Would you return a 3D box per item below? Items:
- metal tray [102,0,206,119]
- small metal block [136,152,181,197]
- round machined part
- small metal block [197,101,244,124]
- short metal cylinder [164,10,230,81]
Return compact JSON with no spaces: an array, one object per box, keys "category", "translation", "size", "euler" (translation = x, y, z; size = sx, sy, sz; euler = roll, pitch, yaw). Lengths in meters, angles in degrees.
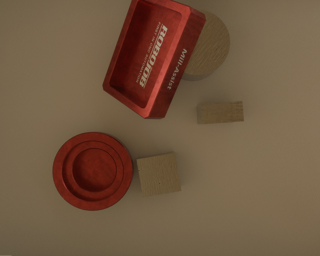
[{"category":"metal tray","translation":[-0.012,-0.086,0.367],"size":[0.090,0.030,0.129],"euler":[35,111,33]},{"category":"small metal block","translation":[-0.001,0.061,0.411],"size":[0.050,0.025,0.050],"euler":[-10,90,-1]},{"category":"round machined part","translation":[-0.083,0.053,0.402],"size":[0.099,0.042,0.097],"euler":[0,90,-1]},{"category":"small metal block","translation":[0.076,-0.019,0.400],"size":[0.050,0.050,0.025],"euler":[-4,90,-1]},{"category":"short metal cylinder","translation":[0.045,-0.104,0.399],"size":[0.081,0.050,0.079],"euler":[0,90,-1]}]
